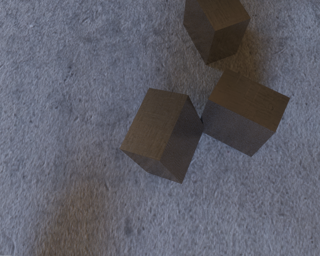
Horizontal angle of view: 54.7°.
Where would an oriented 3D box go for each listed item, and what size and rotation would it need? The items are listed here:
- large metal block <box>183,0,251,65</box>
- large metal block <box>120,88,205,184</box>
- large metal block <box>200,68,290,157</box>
[{"bbox_3d":[0.075,-0.150,0.435,0.050,0.080,0.080,-22,72,-8],"label":"large metal block"},{"bbox_3d":[0.007,0.011,0.368,0.050,0.080,0.080,14,69,28],"label":"large metal block"},{"bbox_3d":[0.098,-0.016,0.384,0.080,0.080,0.050,28,66,9],"label":"large metal block"}]
